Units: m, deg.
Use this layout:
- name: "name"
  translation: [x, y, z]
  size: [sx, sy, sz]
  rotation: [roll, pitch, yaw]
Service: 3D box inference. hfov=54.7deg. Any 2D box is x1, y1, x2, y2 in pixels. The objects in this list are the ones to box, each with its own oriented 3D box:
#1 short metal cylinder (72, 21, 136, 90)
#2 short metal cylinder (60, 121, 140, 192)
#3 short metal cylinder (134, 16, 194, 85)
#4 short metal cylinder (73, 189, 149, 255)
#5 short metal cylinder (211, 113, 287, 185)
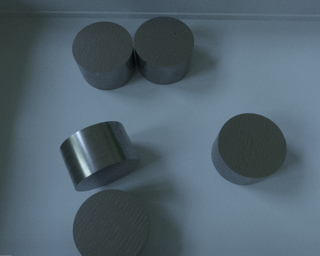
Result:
- name: "short metal cylinder"
  translation: [-0.076, -0.100, 0.432]
  size: [0.081, 0.050, 0.080]
  rotation: [0, 70, 0]
- name: "short metal cylinder"
  translation: [-0.070, 0.034, 0.367]
  size: [0.080, 0.080, 0.050]
  rotation: [-25, 72, -9]
- name: "short metal cylinder"
  translation: [0.005, -0.108, 0.436]
  size: [0.081, 0.050, 0.080]
  rotation: [0, 70, 0]
- name: "short metal cylinder"
  translation: [-0.053, 0.114, 0.354]
  size: [0.081, 0.050, 0.080]
  rotation: [0, 70, 0]
- name: "short metal cylinder"
  translation: [0.108, 0.028, 0.387]
  size: [0.081, 0.050, 0.080]
  rotation: [0, 70, 0]
